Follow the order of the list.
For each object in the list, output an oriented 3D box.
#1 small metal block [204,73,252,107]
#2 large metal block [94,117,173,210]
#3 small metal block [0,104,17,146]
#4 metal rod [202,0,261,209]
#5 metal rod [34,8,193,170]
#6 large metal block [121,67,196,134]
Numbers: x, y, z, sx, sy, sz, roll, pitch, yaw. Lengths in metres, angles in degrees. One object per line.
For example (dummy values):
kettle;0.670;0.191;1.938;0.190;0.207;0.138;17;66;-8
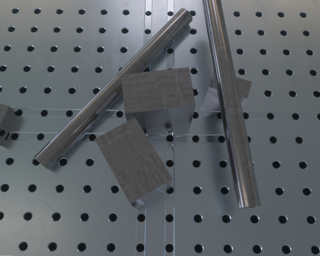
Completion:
small metal block;0.090;-0.047;0.416;0.050;0.050;0.025;18;71;6
large metal block;-0.029;0.046;0.366;0.050;0.080;0.080;-29;73;-10
small metal block;-0.229;-0.008;0.413;0.050;0.025;0.050;14;71;5
metal rod;0.081;-0.056;0.379;0.025;0.025;0.299;-5;70;-2
metal rod;-0.055;-0.064;0.434;0.025;0.025;0.301;38;74;12
large metal block;-0.002;-0.031;0.394;0.081;0.080;0.050;-7;70;-3
